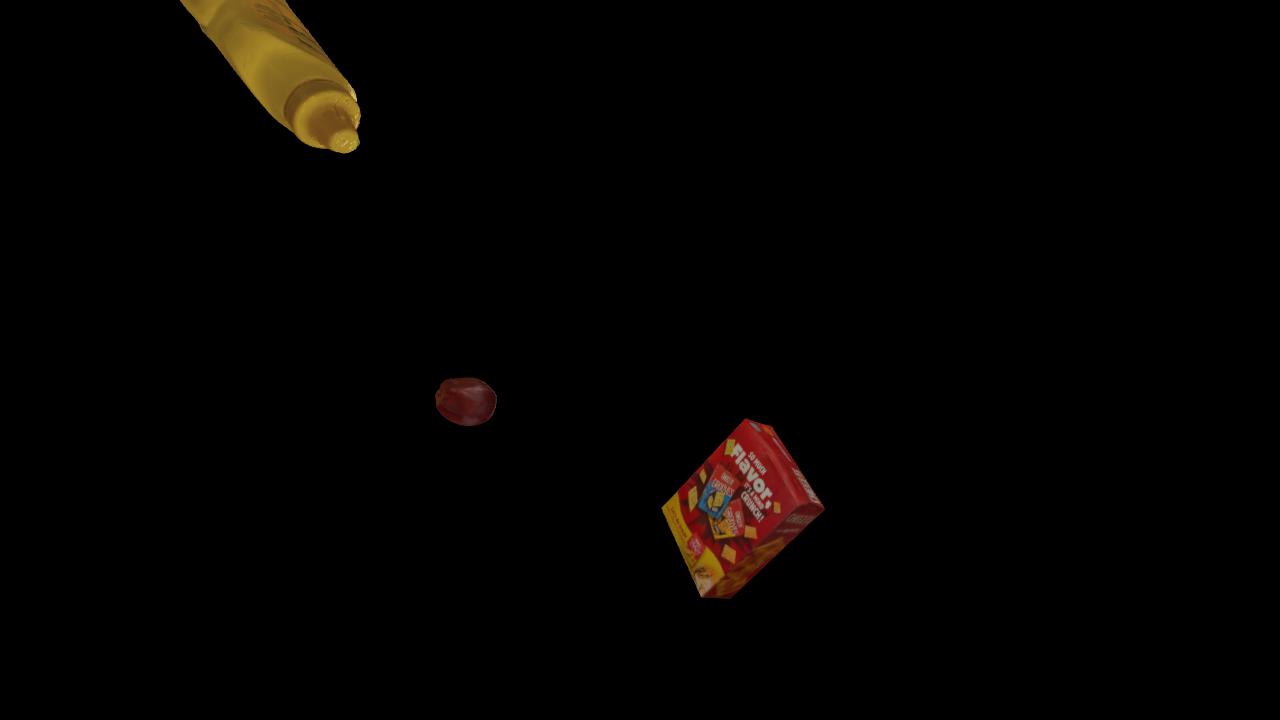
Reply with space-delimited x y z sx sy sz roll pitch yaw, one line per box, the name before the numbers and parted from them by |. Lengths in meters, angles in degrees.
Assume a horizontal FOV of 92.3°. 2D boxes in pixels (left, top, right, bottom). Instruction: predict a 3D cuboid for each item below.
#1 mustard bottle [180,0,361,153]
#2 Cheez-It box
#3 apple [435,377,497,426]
mustard bottle | -0.237 -0.200 0.404 0.054 0.184 0.092 -41 -16 1
Cheez-It box | 0.145 0.223 0.921 0.071 0.223 0.166 18 30 -37
apple | -0.272 0.066 0.969 0.093 0.079 0.079 15 -9 -37
